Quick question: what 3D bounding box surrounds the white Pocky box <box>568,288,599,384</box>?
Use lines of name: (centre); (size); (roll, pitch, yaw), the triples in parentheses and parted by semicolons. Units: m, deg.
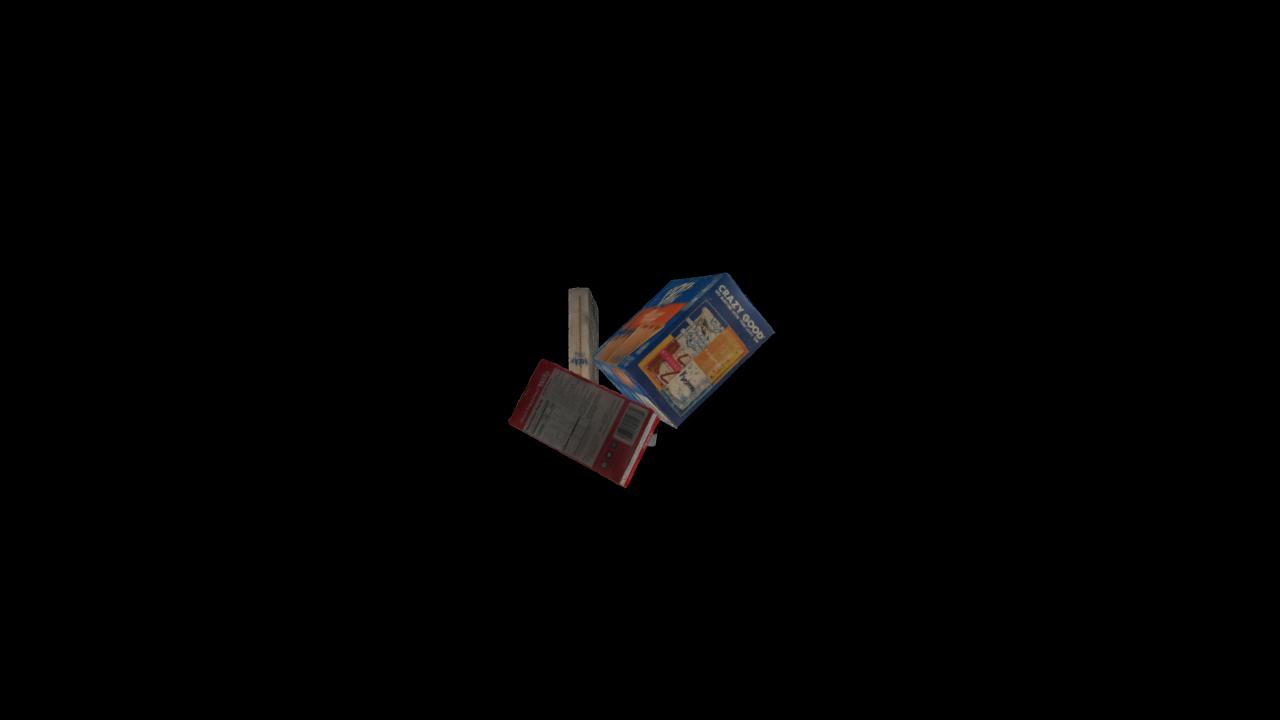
white Pocky box: (-0.065, 0.000, 0.727); (0.028, 0.154, 0.084); (-2, -13, 2)

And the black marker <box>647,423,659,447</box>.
black marker: (0.019, 0.041, 0.723); (0.020, 0.121, 0.020); (9, 9, -1)

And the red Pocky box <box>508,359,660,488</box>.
red Pocky box: (-0.060, 0.063, 0.646); (0.155, 0.083, 0.028); (23, -6, 29)

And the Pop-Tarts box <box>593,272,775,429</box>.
Pop-Tarts box: (0.036, -0.016, 0.663); (0.141, 0.083, 0.167); (-43, 15, -8)
